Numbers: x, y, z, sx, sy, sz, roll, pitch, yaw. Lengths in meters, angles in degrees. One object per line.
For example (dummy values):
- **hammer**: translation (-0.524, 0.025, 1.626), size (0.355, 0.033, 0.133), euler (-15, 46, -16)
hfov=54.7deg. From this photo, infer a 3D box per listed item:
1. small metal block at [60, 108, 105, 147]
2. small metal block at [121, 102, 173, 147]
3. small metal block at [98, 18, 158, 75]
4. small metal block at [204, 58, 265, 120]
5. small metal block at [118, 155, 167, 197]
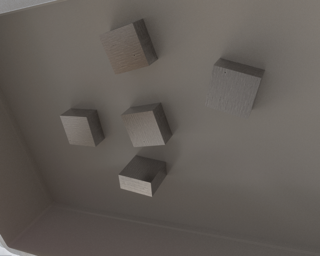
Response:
- **small metal block**: translation (-0.117, -0.001, 0.470), size (0.050, 0.025, 0.050), euler (4, 120, 26)
- **small metal block**: translation (-0.017, -0.003, 0.416), size (0.050, 0.025, 0.050), euler (-6, 115, 31)
- **small metal block**: translation (-0.037, -0.096, 0.369), size (0.050, 0.025, 0.050), euler (-8, 114, 32)
- **small metal block**: translation (0.081, -0.043, 0.339), size (0.050, 0.025, 0.050), euler (19, 126, 16)
- **small metal block**: translation (-0.024, 0.068, 0.447), size (0.050, 0.050, 0.025), euler (10, 123, 23)
